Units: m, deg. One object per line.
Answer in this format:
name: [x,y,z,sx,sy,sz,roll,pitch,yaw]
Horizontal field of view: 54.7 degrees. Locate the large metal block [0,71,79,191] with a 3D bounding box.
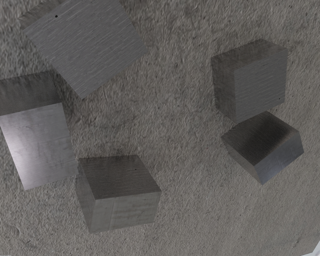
large metal block: [-0.121,-0.001,0.305,0.050,0.080,0.079,-16,125,-20]

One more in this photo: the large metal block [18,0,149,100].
large metal block: [-0.071,-0.089,0.296,0.080,0.050,0.080,-37,129,-4]

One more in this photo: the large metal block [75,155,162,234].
large metal block: [-0.055,0.078,0.389,0.081,0.080,0.050,-1,119,-28]

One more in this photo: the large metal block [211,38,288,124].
large metal block: [0.120,-0.064,0.416,0.081,0.050,0.080,-23,127,-14]

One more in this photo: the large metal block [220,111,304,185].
large metal block: [0.154,0.025,0.471,0.080,0.080,0.050,-37,129,-4]
